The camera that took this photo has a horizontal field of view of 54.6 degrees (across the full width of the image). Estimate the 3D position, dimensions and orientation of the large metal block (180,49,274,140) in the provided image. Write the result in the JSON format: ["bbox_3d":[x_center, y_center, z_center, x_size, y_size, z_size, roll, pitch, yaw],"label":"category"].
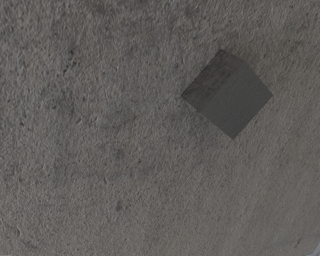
[{"bbox_3d":[0.089,-0.043,0.412,0.080,0.050,0.080,35,99,-39],"label":"large metal block"}]
